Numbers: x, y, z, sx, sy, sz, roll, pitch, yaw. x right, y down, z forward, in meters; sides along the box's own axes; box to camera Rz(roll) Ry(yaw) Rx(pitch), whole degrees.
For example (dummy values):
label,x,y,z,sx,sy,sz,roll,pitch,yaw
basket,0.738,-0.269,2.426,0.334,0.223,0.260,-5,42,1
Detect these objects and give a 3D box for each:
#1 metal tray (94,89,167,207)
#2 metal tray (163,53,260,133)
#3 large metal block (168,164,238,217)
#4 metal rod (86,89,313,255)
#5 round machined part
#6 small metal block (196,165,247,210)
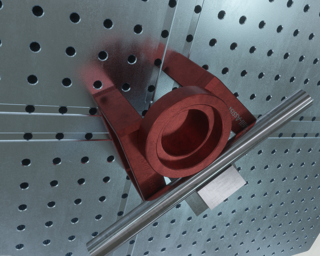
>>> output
label,x,y,z,sx,sy,sz,roll,pitch,yaw
metal tray,-0.031,0.028,0.370,0.030,0.090,0.129,-26,128,-12
metal tray,0.071,-0.032,0.389,0.030,0.090,0.130,-49,129,7
large metal block,0.056,0.063,0.443,0.080,0.080,0.050,-36,129,-5
metal rod,0.049,0.050,0.354,0.301,0.025,0.025,-35,129,-5
round machined part,0.023,0.001,0.325,0.099,0.042,0.097,-14,125,-21
small metal block,0.070,0.069,0.372,0.050,0.050,0.025,-37,85,-4
